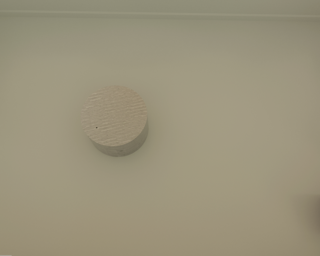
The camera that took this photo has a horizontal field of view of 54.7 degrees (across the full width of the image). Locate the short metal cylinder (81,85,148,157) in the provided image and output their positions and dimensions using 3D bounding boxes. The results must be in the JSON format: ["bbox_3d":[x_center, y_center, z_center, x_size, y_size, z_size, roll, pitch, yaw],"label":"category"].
[{"bbox_3d":[-0.056,-0.008,0.399,0.081,0.050,0.080,0,70,0],"label":"short metal cylinder"}]
